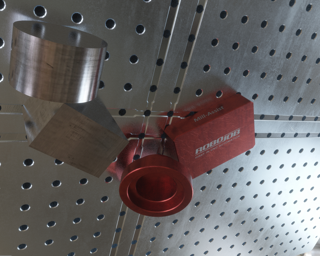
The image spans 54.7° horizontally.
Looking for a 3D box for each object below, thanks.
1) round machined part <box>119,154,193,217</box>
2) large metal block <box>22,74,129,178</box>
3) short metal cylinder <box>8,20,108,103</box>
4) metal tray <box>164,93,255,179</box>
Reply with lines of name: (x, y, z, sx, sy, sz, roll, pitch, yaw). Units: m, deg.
round machined part: (-0.005, 0.075, 0.428, 0.099, 0.042, 0.097, 1, 125, 1)
large metal block: (-0.090, -0.004, 0.324, 0.050, 0.080, 0.080, -49, 129, 7)
short metal cylinder: (-0.093, -0.062, 0.286, 0.081, 0.080, 0.050, 3, 117, -30)
metal tray: (0.078, 0.015, 0.460, 0.131, 0.030, 0.090, -25, 128, -13)
